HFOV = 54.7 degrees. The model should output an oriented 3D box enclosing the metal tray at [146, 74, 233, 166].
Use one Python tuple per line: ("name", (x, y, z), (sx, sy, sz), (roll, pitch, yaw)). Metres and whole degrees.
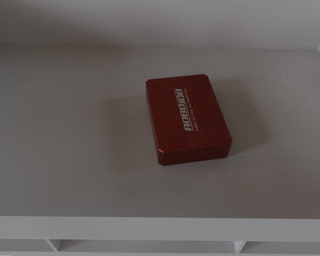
("metal tray", (0.034, -0.016, 0.416), (0.091, 0.030, 0.130), (-7, 50, -6))
